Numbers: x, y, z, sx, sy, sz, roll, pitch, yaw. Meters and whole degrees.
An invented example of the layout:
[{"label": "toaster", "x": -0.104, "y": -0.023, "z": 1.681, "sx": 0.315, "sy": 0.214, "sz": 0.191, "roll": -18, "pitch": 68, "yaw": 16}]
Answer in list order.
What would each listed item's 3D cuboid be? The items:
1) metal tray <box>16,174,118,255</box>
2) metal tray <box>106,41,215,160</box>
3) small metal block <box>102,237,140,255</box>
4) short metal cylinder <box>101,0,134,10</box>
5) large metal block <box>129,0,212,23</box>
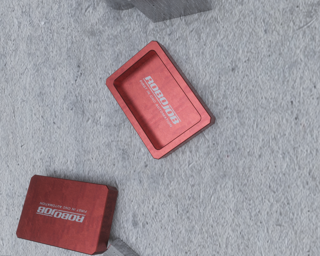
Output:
[{"label": "metal tray", "x": -0.132, "y": 0.120, "z": 0.439, "sx": 0.130, "sy": 0.030, "sz": 0.090, "roll": 4, "pitch": 74, "yaw": 19}, {"label": "metal tray", "x": -0.001, "y": -0.036, "z": 0.406, "sx": 0.090, "sy": 0.030, "sz": 0.130, "roll": -37, "pitch": 79, "yaw": 16}, {"label": "small metal block", "x": -0.056, "y": 0.191, "z": 0.429, "sx": 0.050, "sy": 0.025, "sz": 0.050, "roll": 35, "pitch": 101, "yaw": 16}, {"label": "short metal cylinder", "x": -0.058, "y": -0.207, "z": 0.416, "sx": 0.080, "sy": 0.050, "sz": 0.080, "roll": 0, "pitch": 90, "yaw": 20}, {"label": "large metal block", "x": 0.013, "y": -0.173, "z": 0.375, "sx": 0.080, "sy": 0.080, "sz": 0.050, "roll": -6, "pitch": 88, "yaw": 20}]
